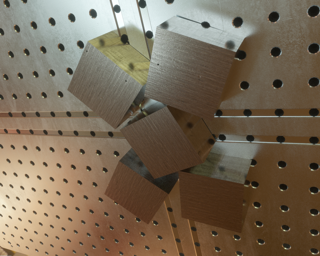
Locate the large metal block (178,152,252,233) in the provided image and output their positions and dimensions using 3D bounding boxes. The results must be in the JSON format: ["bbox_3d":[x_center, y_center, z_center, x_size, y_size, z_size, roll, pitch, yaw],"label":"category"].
[{"bbox_3d":[0.073,0.081,0.407,0.080,0.050,0.080,8,122,23],"label":"large metal block"}]

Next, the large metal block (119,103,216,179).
[{"bbox_3d":[0.011,0.010,0.395,0.080,0.050,0.080,-25,105,37],"label":"large metal block"}]

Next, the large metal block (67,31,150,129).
[{"bbox_3d":[-0.058,-0.060,0.389,0.080,0.050,0.080,39,130,2],"label":"large metal block"}]

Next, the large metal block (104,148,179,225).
[{"bbox_3d":[-0.026,0.082,0.458,0.080,0.050,0.080,33,129,7],"label":"large metal block"}]

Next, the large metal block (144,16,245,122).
[{"bbox_3d":[0.035,-0.065,0.335,0.080,0.050,0.079,21,127,12],"label":"large metal block"}]
